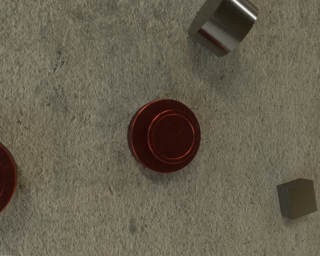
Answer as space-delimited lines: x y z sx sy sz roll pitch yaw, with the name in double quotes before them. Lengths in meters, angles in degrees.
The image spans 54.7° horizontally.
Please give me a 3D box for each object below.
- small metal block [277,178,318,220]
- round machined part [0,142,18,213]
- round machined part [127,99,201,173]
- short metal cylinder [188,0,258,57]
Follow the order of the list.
"small metal block" 0.218 0.112 0.492 0.050 0.025 0.050 -12 94 -20
"round machined part" -0.203 0.052 0.325 0.099 0.042 0.097 0 90 -21
"round machined part" 0.010 0.011 0.405 0.099 0.042 0.097 0 90 -21
"short metal cylinder" 0.082 -0.142 0.411 0.050 0.080 0.080 32 80 -18
